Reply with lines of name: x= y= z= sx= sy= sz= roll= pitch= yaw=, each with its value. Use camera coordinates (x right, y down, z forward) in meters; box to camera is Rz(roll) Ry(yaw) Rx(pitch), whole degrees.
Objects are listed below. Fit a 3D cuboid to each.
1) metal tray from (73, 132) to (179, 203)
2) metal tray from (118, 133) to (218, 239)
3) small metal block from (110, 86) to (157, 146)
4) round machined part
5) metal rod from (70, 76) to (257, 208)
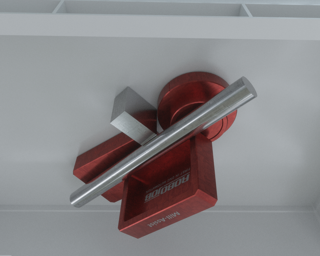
metal tray: x=-0.047 y=0.053 z=0.449 sx=0.130 sy=0.030 sz=0.090 roll=-28 pitch=125 yaw=21
metal tray: x=0.006 y=0.069 z=0.374 sx=0.030 sy=0.090 sz=0.130 roll=34 pitch=128 yaw=-29
small metal block: x=-0.030 y=-0.015 z=0.378 sx=0.025 sy=0.050 sz=0.050 roll=-37 pitch=121 yaw=27
round machined part: x=0.046 y=-0.017 z=0.382 sx=0.099 sy=0.042 sz=0.097 roll=-1 pitch=130 yaw=0
metal rod: x=-0.017 y=0.033 z=0.383 sx=0.299 sy=0.025 sz=0.025 roll=-35 pitch=123 yaw=30
